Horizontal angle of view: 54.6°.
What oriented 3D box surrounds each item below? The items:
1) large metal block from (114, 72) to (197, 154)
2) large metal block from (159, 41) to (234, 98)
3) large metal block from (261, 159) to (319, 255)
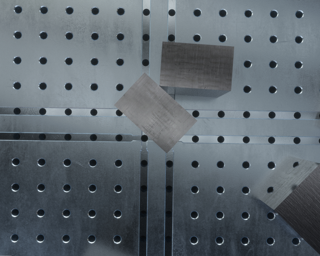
[{"bbox_3d":[-0.005,-0.017,0.386,0.080,0.080,0.050,43,90,0],"label":"large metal block"},{"bbox_3d":[0.041,-0.069,0.386,0.080,0.080,0.050,4,90,0],"label":"large metal block"},{"bbox_3d":[0.196,0.099,0.402,0.080,0.050,0.080,45,90,0],"label":"large metal block"}]
